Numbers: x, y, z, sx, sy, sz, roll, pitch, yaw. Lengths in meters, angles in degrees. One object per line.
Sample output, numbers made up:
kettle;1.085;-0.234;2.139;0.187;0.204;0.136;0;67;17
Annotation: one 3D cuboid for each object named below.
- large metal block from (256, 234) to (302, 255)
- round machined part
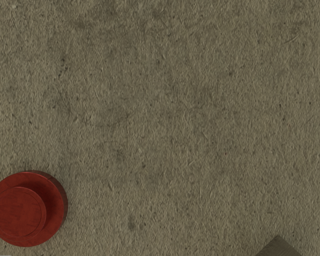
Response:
large metal block;0.150;0.191;0.385;0.080;0.080;0.050;-43;91;0
round machined part;-0.174;0.106;0.399;0.099;0.042;0.097;0;90;-1
